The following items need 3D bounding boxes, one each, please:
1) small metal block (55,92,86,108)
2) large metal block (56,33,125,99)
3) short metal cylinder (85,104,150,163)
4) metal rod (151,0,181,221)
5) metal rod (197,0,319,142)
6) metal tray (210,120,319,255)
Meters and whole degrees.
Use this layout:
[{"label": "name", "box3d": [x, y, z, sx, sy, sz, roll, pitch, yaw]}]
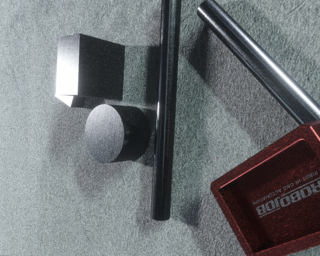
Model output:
[{"label": "small metal block", "box3d": [-0.148, -0.067, 0.524, 0.050, 0.025, 0.050, 31, 109, 35]}, {"label": "large metal block", "box3d": [-0.099, -0.085, 0.448, 0.050, 0.081, 0.079, 5, 93, 39]}, {"label": "short metal cylinder", "box3d": [-0.060, 0.008, 0.436, 0.080, 0.050, 0.079, 0, 90, 39]}, {"label": "metal rod", "box3d": [0.008, -0.032, 0.396, 0.025, 0.025, 0.298, 5, 93, 39]}, {"label": "metal rod", "box3d": [0.130, -0.026, 0.297, 0.025, 0.025, 0.299, -49, 62, 29]}, {"label": "metal tray", "box3d": [0.115, 0.064, 0.287, 0.129, 0.030, 0.090, -46, 64, 43]}]
